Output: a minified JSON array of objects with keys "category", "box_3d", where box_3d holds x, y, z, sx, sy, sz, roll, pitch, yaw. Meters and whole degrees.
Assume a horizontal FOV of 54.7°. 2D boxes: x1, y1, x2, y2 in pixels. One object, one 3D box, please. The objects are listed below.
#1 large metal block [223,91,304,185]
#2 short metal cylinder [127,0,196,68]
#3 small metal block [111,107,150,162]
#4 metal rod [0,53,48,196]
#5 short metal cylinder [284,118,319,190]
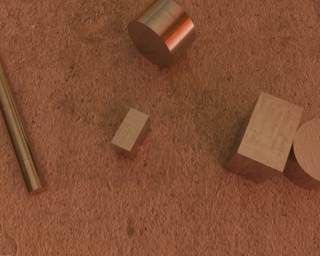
[{"category":"large metal block","box_3d":[0.121,0.015,0.374,0.050,0.080,0.080,24,72,8]},{"category":"short metal cylinder","box_3d":[0.002,-0.130,0.426,0.080,0.080,0.050,38,75,12]},{"category":"small metal block","box_3d":[-0.035,0.009,0.391,0.025,0.050,0.050,25,72,8]},{"category":"metal rod","box_3d":[-0.214,-0.049,0.424,0.025,0.025,0.299,-24,72,-9]},{"category":"short metal cylinder","box_3d":[0.196,0.034,0.384,0.081,0.050,0.080,0,70,0]}]
